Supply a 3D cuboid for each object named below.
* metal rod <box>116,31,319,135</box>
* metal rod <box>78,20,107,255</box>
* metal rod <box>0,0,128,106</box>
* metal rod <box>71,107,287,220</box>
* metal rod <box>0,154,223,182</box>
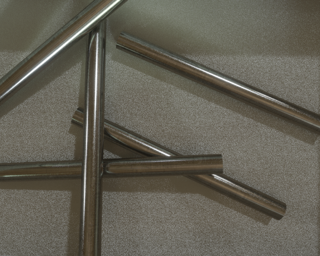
[{"bbox_3d":[0.086,-0.058,0.412,0.301,0.025,0.025,23,90,-1],"label":"metal rod"},{"bbox_3d":[-0.081,0.001,0.379,0.025,0.025,0.299,-1,78,-1],"label":"metal rod"},{"bbox_3d":[-0.164,-0.077,0.392,0.300,0.025,0.025,-37,91,6],"label":"metal rod"},{"bbox_3d":[0.025,0.047,0.411,0.301,0.025,0.025,25,90,-1],"label":"metal rod"},{"bbox_3d":[-0.074,0.052,0.394,0.302,0.025,0.025,-3,90,6],"label":"metal rod"}]
